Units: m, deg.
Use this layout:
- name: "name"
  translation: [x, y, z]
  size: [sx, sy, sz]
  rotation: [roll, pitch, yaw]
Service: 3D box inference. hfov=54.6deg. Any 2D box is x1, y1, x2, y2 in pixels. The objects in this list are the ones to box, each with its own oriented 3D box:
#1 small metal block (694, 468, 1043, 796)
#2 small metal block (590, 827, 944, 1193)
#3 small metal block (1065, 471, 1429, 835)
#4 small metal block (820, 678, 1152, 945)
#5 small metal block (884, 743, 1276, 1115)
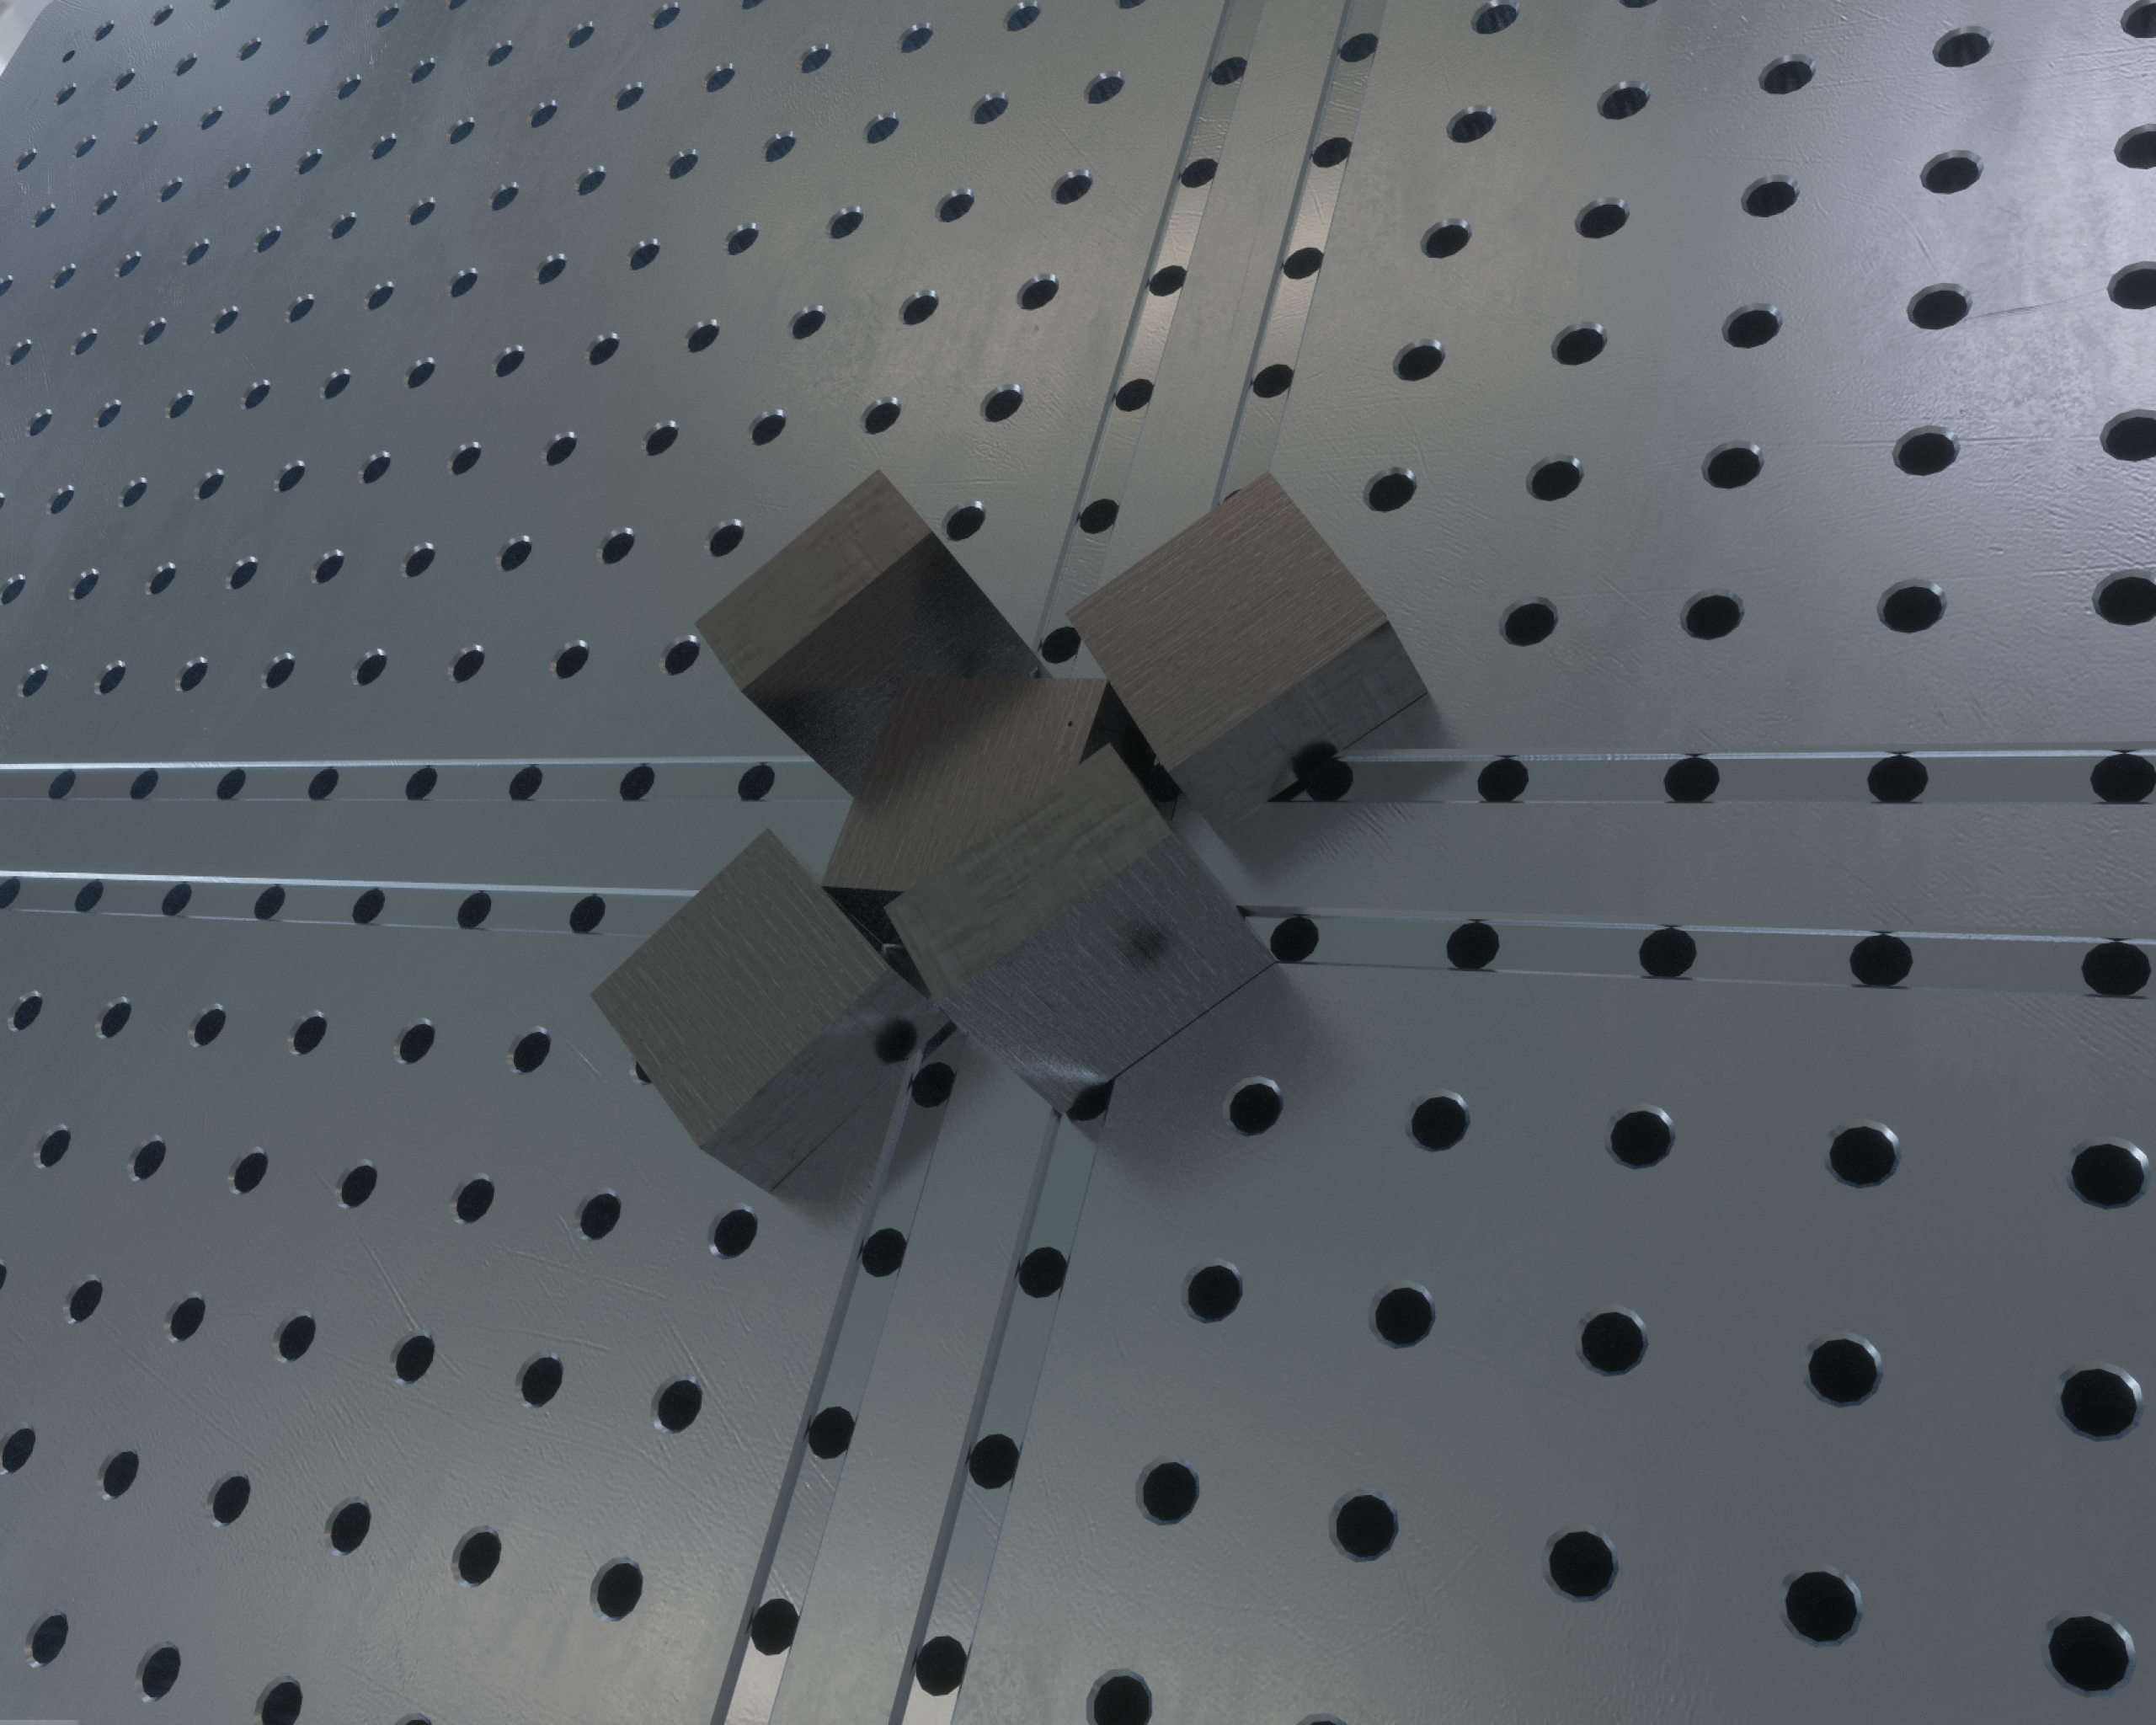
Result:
- name: "small metal block"
  translation: [-0.044, -0.047, 0.444]
  size: [0.050, 0.050, 0.025]
  rotation: [-40, 52, 2]
- name: "small metal block"
  translation: [-0.063, 0.029, 0.424]
  size: [0.050, 0.025, 0.050]
  rotation: [-44, 51, -3]
- name: "small metal block"
  translation: [0.033, -0.042, 0.417]
  size: [0.050, 0.025, 0.050]
  rotation: [-35, 51, 6]
- name: "small metal block"
  translation: [-0.017, -0.010, 0.423]
  size: [0.050, 0.025, 0.050]
  rotation: [3, 62, 31]
- name: "small metal block"
  translation: [0.001, 0.013, 0.384]
  size: [0.050, 0.050, 0.025]
  rotation: [-36, 51, 4]
